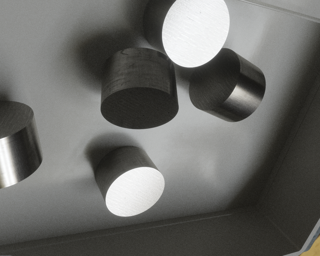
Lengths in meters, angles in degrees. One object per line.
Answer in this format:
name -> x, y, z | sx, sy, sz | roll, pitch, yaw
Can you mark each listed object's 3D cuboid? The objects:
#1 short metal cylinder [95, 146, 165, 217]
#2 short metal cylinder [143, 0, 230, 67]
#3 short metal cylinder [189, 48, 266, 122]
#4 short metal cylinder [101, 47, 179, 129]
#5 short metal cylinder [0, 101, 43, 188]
short metal cylinder -> -0.041, 0.071, 0.415 | 0.081, 0.050, 0.079 | -14, 125, -21
short metal cylinder -> 0.028, -0.113, 0.339 | 0.081, 0.050, 0.079 | -14, 125, -21
short metal cylinder -> 0.083, -0.052, 0.388 | 0.050, 0.080, 0.080 | 20, 108, -36
short metal cylinder -> -0.022, -0.040, 0.333 | 0.081, 0.050, 0.080 | -3, 150, -2
short metal cylinder -> -0.159, 0.014, 0.295 | 0.081, 0.080, 0.050 | -13, 124, -22
